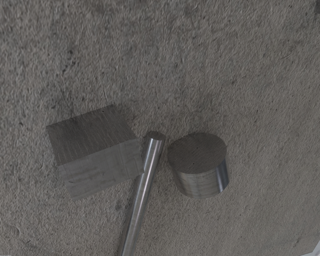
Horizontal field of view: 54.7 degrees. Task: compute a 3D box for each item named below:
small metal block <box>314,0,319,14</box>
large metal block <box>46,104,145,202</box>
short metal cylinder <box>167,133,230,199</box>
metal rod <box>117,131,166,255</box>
[{"bbox_3d":[0.241,-0.176,0.413,0.025,0.050,0.050,-14,124,-21],"label":"small metal block"},{"bbox_3d":[-0.073,0.024,0.346,0.081,0.080,0.050,-21,126,-16],"label":"large metal block"},{"bbox_3d":[0.055,0.051,0.433,0.080,0.080,0.050,-26,128,-12],"label":"short metal cylinder"},{"bbox_3d":[-0.039,0.141,0.472,0.025,0.025,0.298,0,118,-29],"label":"metal rod"}]
